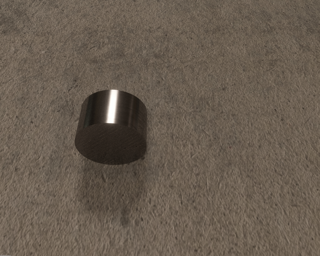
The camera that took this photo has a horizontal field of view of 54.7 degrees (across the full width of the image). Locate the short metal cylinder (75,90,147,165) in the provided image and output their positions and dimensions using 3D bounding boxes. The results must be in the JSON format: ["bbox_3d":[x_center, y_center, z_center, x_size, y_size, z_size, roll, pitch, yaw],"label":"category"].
[{"bbox_3d":[-0.056,0.001,0.366,0.081,0.080,0.050,0,50,-1],"label":"short metal cylinder"}]
